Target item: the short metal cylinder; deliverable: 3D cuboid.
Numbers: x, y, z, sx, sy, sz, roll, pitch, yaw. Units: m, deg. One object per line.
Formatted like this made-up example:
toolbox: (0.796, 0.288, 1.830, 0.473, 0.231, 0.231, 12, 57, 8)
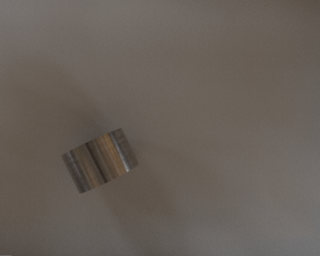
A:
short metal cylinder: (-0.073, 0.039, 0.383, 0.080, 0.080, 0.050, -25, 90, 0)
